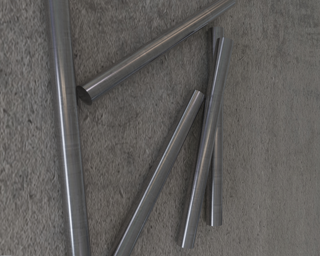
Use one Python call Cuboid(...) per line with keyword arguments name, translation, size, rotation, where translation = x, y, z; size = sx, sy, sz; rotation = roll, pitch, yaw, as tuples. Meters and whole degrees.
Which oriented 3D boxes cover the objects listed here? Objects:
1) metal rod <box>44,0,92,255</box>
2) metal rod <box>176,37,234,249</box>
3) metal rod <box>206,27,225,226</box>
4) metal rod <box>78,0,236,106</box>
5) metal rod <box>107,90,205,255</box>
Cuboid(name="metal rod", translation=(-0.096, 0.002, 0.323), size=(0.025, 0.025, 0.298), rotation=(-7, 95, -40))
Cuboid(name="metal rod", translation=(0.065, 0.019, 0.443), size=(0.025, 0.025, 0.298), rotation=(14, 86, -39))
Cuboid(name="metal rod", translation=(0.085, -0.003, 0.475), size=(0.025, 0.025, 0.298), rotation=(1, 89, -40))
Cuboid(name="metal rod", translation=(0.014, -0.119, 0.415), size=(0.302, 0.025, 0.025), rotation=(-41, 115, -32))
Cuboid(name="metal rod", translation=(-0.010, 0.077, 0.395), size=(0.025, 0.025, 0.300), rotation=(41, 65, -32))
